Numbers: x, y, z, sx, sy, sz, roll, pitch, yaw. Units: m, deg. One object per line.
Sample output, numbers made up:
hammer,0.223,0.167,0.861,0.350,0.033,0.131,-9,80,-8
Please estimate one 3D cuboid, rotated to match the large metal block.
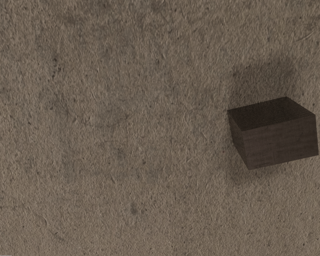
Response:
large metal block,0.135,0.004,0.384,0.080,0.080,0.050,-13,110,4
